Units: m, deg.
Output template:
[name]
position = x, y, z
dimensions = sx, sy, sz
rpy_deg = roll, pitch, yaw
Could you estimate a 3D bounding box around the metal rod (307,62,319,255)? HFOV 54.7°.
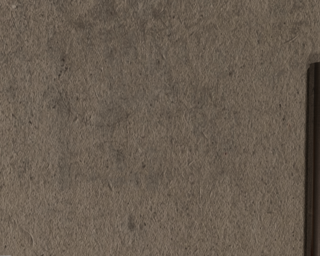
[metal rod]
position = 0.211, 0.063, 0.412
dimensions = 0.025, 0.025, 0.298
rpy_deg = 1, 90, -1
